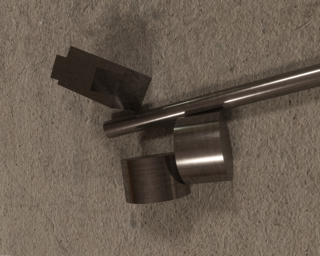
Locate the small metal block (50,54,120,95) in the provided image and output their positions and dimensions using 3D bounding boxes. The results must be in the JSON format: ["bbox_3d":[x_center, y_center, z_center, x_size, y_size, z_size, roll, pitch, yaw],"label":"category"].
[{"bbox_3d":[-0.080,-0.057,0.338,0.050,0.050,0.025,19,97,18],"label":"small metal block"}]

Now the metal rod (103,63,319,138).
[{"bbox_3d":[0.066,-0.031,0.385,0.301,0.025,0.025,-14,86,19],"label":"metal rod"}]

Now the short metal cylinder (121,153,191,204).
[{"bbox_3d":[-0.005,0.059,0.381,0.080,0.080,0.050,-9,87,19],"label":"short metal cylinder"}]

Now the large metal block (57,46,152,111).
[{"bbox_3d":[-0.069,-0.061,0.403,0.080,0.080,0.050,24,98,18],"label":"large metal block"}]

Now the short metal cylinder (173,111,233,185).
[{"bbox_3d":[0.053,0.024,0.361,0.050,0.080,0.080,-9,87,19],"label":"short metal cylinder"}]
